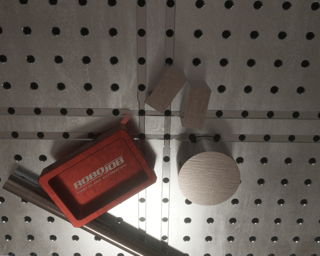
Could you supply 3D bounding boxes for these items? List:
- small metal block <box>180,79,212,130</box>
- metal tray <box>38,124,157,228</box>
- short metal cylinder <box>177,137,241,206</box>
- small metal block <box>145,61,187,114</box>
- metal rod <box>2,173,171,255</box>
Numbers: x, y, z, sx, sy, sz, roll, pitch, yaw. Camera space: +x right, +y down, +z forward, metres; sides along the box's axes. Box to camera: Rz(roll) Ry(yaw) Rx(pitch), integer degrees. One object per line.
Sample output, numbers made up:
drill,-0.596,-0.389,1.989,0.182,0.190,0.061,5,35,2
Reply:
small metal block,0.043,-0.031,0.389,0.025,0.050,0.050,9,110,-4
metal tray,-0.082,0.065,0.420,0.130,0.030,0.090,-31,108,-1
short metal cylinder,0.064,0.058,0.422,0.081,0.050,0.079,0,110,-1
small metal block,0.007,-0.051,0.381,0.025,0.050,0.050,33,107,-12
metal rod,-0.090,0.152,0.468,0.301,0.025,0.025,32,107,-12
